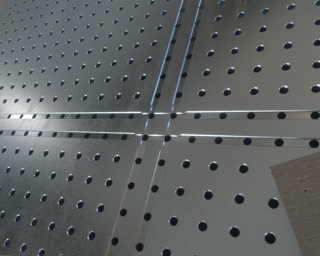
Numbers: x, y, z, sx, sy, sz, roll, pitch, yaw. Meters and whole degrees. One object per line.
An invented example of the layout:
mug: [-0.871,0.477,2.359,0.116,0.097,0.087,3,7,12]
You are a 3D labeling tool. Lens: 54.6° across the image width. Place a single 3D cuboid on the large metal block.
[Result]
large metal block: [0.153,0.066,0.271,0.080,0.050,0.080,-20,54,16]
